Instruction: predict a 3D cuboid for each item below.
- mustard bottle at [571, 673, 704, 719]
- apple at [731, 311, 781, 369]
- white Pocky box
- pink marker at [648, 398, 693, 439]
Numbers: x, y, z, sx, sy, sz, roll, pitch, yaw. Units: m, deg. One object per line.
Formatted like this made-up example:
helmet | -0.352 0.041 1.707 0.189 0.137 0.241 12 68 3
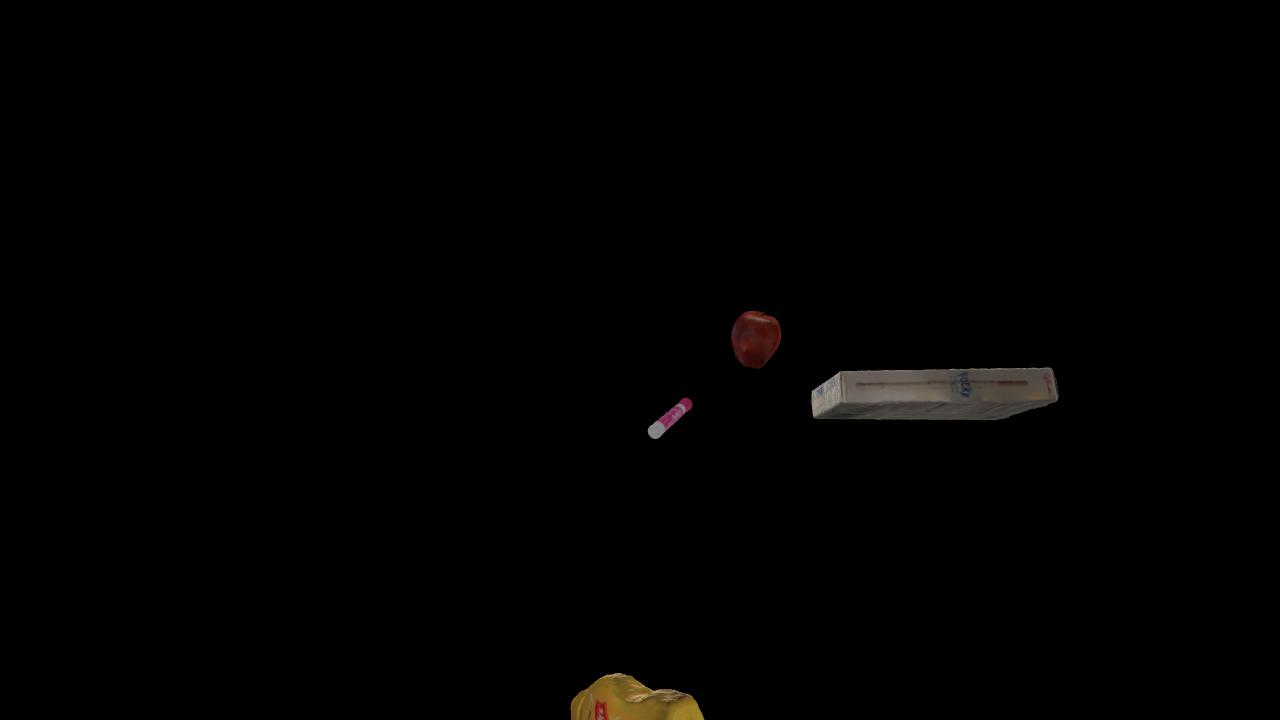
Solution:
mustard bottle | -0.013 0.350 0.586 0.054 0.092 0.184 -3 -9 -38
apple | 0.186 -0.035 0.989 0.079 0.093 0.079 9 20 -3
white Pocky box | 0.219 0.028 0.473 0.154 0.028 0.084 0 -15 0
pink marker | 0.043 0.076 0.830 0.020 0.020 0.121 0 14 26
